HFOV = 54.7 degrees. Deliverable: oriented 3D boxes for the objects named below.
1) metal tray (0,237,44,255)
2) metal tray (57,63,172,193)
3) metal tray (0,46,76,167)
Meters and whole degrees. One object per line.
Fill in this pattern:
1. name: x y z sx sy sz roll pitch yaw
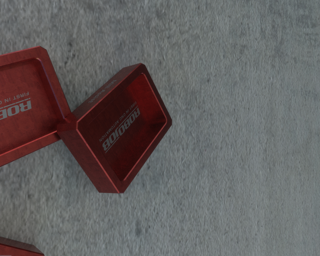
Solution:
1. metal tray: -0.169 0.158 0.260 0.090 0.030 0.130 35 69 -35
2. metal tray: -0.041 -0.003 0.344 0.131 0.030 0.090 -54 126 -43
3. metal tray: -0.151 -0.013 0.275 0.131 0.030 0.089 -29 108 -37
